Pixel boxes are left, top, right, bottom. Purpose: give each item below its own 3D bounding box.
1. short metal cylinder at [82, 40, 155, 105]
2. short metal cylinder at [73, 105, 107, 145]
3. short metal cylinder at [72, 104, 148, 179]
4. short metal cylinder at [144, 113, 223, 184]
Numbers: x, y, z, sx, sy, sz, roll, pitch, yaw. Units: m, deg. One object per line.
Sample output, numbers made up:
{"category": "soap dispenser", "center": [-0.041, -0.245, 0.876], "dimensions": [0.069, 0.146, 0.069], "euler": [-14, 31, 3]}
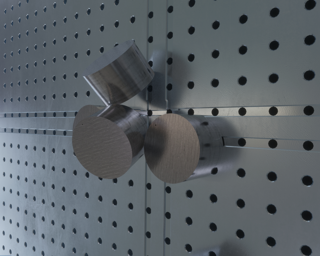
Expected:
{"category": "short metal cylinder", "center": [-0.055, -0.073, 0.410], "dimensions": [0.080, 0.080, 0.050], "euler": [-11, 125, 39]}
{"category": "short metal cylinder", "center": [-0.086, 0.006, 0.464], "dimensions": [0.080, 0.050, 0.079], "euler": [0, 90, 40]}
{"category": "short metal cylinder", "center": [-0.060, 0.016, 0.383], "dimensions": [0.080, 0.050, 0.079], "euler": [8, 113, 20]}
{"category": "short metal cylinder", "center": [0.027, 0.023, 0.370], "dimensions": [0.080, 0.050, 0.080], "euler": [0, 90, 40]}
